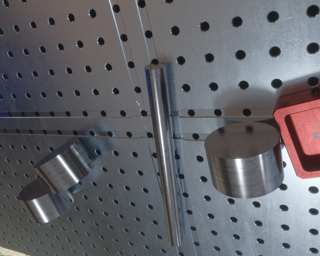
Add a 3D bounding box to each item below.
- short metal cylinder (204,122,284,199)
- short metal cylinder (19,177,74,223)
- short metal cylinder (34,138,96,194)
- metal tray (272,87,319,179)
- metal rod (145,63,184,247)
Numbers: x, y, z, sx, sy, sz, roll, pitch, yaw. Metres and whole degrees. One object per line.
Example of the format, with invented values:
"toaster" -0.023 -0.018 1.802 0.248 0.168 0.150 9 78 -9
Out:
"short metal cylinder" 0.094 0.033 0.347 0.080 0.080 0.050 -1 118 29
"short metal cylinder" -0.205 0.125 0.561 0.080 0.080 0.050 -5 116 30
"short metal cylinder" -0.149 0.059 0.491 0.080 0.080 0.050 -22 107 36
"metal tray" 0.192 -0.001 0.305 0.130 0.030 0.090 -15 111 34
"metal rod" 0.011 0.056 0.440 0.025 0.025 0.298 7 122 24
